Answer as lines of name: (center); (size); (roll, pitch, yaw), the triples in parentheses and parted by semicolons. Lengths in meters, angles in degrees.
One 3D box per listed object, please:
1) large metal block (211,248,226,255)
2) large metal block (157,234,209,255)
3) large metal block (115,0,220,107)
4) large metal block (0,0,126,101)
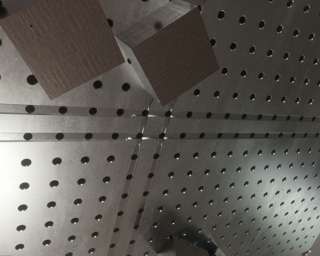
large metal block: (0.101, 0.289, 0.610); (0.080, 0.050, 0.080); (-44, 160, 2)
large metal block: (0.046, 0.244, 0.538); (0.080, 0.080, 0.050); (30, 103, -14)
large metal block: (0.010, -0.085, 0.350); (0.080, 0.050, 0.080); (-35, 129, -6)
large metal block: (-0.091, -0.086, 0.293); (0.080, 0.050, 0.080); (-30, 129, -10)
